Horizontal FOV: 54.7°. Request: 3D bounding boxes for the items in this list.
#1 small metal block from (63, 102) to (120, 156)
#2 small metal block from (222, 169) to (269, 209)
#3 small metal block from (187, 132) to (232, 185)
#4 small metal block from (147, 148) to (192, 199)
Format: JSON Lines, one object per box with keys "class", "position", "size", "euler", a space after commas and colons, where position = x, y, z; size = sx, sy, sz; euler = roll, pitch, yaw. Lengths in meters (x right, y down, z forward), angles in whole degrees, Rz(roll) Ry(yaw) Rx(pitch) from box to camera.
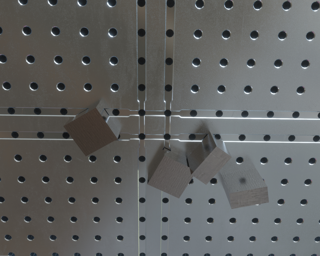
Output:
{"class": "small metal block", "position": [-0.090, 0.002, 0.413], "size": [0.050, 0.025, 0.050], "euler": [-29, 108, 9]}
{"class": "small metal block", "position": [0.118, 0.084, 0.433], "size": [0.050, 0.050, 0.025], "euler": [-11, 110, 3]}
{"class": "small metal block", "position": [0.065, 0.040, 0.416], "size": [0.025, 0.050, 0.050], "euler": [35, 106, -13]}
{"class": "small metal block", "position": [0.016, 0.064, 0.437], "size": [0.050, 0.025, 0.050], "euler": [26, 108, -10]}
